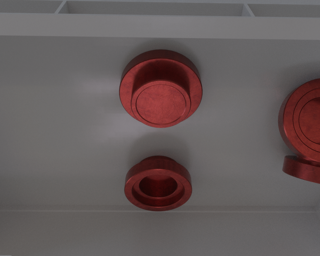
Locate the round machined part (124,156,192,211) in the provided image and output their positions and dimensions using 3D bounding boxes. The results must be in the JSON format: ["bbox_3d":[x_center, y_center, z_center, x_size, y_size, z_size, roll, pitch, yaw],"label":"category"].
[{"bbox_3d":[-0.003,0.079,0.465,0.099,0.042,0.097,0,130,0],"label":"round machined part"}]

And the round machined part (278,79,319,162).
[{"bbox_3d":[0.192,-0.008,0.371,0.099,0.042,0.097,0,85,4],"label":"round machined part"}]

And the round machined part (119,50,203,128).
[{"bbox_3d":[0.001,-0.038,0.365,0.099,0.042,0.097,0,130,0],"label":"round machined part"}]

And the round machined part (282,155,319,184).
[{"bbox_3d":[0.220,0.047,0.416,0.099,0.098,0.042,8,94,-7],"label":"round machined part"}]
